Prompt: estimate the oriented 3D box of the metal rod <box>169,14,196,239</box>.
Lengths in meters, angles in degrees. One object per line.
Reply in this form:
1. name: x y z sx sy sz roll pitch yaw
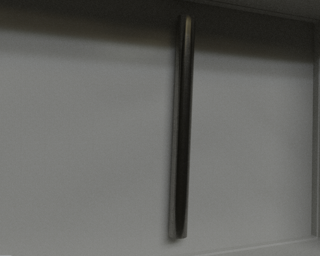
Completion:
1. metal rod: 0.030 -0.003 0.422 0.025 0.025 0.298 3 89 -20
